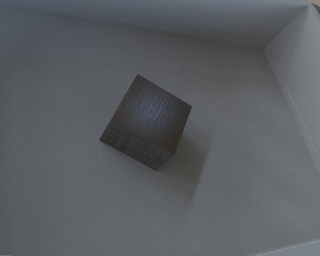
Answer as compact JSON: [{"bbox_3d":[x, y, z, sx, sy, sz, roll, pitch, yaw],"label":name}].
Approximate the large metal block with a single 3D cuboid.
[{"bbox_3d":[-0.016,-0.007,0.384,0.080,0.050,0.080,30,52,-9],"label":"large metal block"}]
